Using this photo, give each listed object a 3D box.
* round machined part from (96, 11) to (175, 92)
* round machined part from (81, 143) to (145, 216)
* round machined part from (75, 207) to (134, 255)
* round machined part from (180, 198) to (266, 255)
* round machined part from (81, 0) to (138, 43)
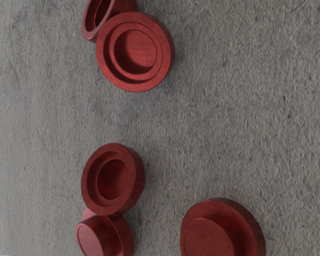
[{"bbox_3d":[-0.029,-0.099,0.399,0.098,0.042,0.097,6,115,13],"label":"round machined part"},{"bbox_3d":[-0.060,0.073,0.432,0.098,0.042,0.098,-12,66,31],"label":"round machined part"},{"bbox_3d":[-0.086,0.160,0.450,0.098,0.042,0.097,17,116,40],"label":"round machined part"},{"bbox_3d":[0.061,0.130,0.343,0.098,0.042,0.097,0,90,40],"label":"round machined part"},{"bbox_3d":[-0.069,-0.163,0.439,0.098,0.042,0.098,-23,58,44],"label":"round machined part"}]
